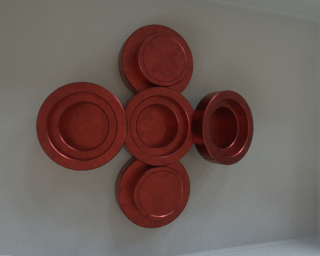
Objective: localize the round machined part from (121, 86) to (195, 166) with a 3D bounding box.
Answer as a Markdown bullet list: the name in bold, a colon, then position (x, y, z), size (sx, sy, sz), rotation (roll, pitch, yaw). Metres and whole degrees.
- **round machined part**: position (-0.006, -0.002, 0.397), size (0.099, 0.042, 0.097), rotation (0, 90, -20)

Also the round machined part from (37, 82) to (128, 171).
- **round machined part**: position (-0.086, -0.002, 0.359), size (0.099, 0.042, 0.097), rotation (0, 90, -3)

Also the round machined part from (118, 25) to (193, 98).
- **round machined part**: position (-0.001, -0.085, 0.399), size (0.099, 0.042, 0.097), rotation (0, 90, -20)

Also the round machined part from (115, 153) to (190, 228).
- **round machined part**: position (-0.005, 0.080, 0.398), size (0.099, 0.042, 0.097), rotation (0, 90, -20)

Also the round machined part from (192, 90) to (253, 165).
- **round machined part**: position (0.079, 0.000, 0.420), size (0.099, 0.042, 0.097), rotation (0, 91, -37)
